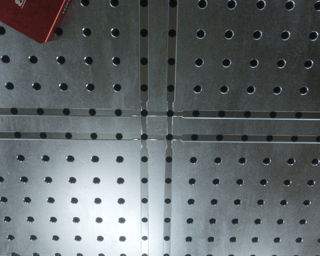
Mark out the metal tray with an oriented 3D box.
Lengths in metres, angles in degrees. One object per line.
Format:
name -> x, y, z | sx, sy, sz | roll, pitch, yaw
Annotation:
metal tray -> -0.140, -0.173, 0.346 | 0.090, 0.030, 0.129 | 29, 107, -11
